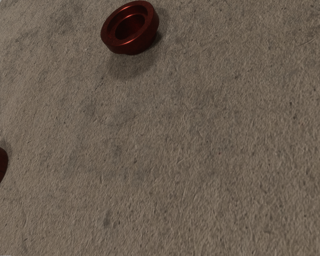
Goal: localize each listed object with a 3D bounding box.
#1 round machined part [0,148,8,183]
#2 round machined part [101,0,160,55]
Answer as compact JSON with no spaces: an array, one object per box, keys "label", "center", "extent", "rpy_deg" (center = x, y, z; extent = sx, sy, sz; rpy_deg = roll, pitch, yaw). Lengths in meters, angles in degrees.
[{"label":"round machined part","center":[-0.304,0.067,0.508],"extent":[0.098,0.042,0.098],"rpy_deg":[-13,56,20]},{"label":"round machined part","center":[-0.045,-0.160,0.513],"extent":[0.098,0.042,0.098],"rpy_deg":[-13,56,20]}]
